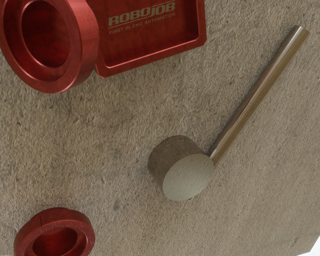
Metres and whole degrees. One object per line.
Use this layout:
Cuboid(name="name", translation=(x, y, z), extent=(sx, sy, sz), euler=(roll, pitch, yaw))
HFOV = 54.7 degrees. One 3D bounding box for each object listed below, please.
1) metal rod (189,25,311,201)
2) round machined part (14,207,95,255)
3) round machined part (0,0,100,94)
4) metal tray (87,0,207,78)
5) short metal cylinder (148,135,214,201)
Cuboid(name="metal rod", translation=(0.121, -0.014, 0.466), extent=(0.025, 0.025, 0.299), euler=(22, 106, -37))
Cuboid(name="round machined part", translation=(-0.140, 0.144, 0.410), extent=(0.099, 0.042, 0.097), euler=(-14, 125, -21))
Cuboid(name="round machined part", translation=(-0.093, -0.082, 0.271), extent=(0.042, 0.098, 0.097), euler=(-39, 143, -53))
Cuboid(name="metal tray", translation=(-0.017, -0.116, 0.323), extent=(0.131, 0.030, 0.089), euler=(-22, 127, -16))
Cuboid(name="short metal cylinder", translation=(0.029, 0.057, 0.444), extent=(0.081, 0.050, 0.079), euler=(-14, 125, -21))
